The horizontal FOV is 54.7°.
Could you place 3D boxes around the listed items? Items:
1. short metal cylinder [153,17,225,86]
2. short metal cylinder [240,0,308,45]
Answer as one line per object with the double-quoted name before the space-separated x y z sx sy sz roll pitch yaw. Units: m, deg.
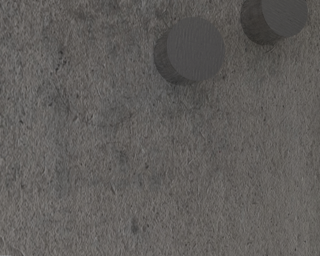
"short metal cylinder" 0.038 -0.099 0.409 0.081 0.050 0.080 0 90 -20
"short metal cylinder" 0.167 -0.168 0.457 0.081 0.050 0.080 0 90 -20
